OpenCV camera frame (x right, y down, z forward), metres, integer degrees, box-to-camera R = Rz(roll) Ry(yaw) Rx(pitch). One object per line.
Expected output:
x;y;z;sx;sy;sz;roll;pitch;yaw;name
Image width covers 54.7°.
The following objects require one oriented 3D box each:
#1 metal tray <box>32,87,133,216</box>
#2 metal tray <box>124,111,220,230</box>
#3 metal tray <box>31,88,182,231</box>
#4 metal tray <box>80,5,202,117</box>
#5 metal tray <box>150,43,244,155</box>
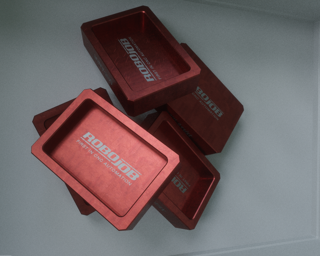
-0.083;0.027;0.377;0.091;0.030;0.129;-28;99;-18;metal tray
0.014;0.054;0.391;0.130;0.030;0.090;49;57;-21;metal tray
-0.054;0.030;0.320;0.130;0.030;0.090;36;79;16;metal tray
-0.025;-0.083;0.362;0.091;0.030;0.130;-24;63;-19;metal tray
0.046;-0.037;0.413;0.130;0.030;0.090;44;59;-15;metal tray
